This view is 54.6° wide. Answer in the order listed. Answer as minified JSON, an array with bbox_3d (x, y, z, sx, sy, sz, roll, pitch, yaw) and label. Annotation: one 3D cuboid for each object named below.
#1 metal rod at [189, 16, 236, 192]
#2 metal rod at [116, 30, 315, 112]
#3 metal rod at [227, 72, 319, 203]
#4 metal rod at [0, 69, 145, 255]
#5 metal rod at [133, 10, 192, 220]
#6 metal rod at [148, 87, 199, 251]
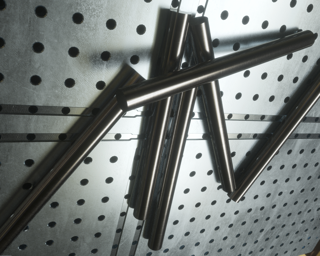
[{"bbox_3d":[0.081,-0.011,0.447,0.025,0.025,0.299,-27,128,-11],"label":"metal rod"},{"bbox_3d":[0.087,-0.078,0.379,0.302,0.025,0.025,-22,127,-27],"label":"metal rod"},{"bbox_3d":[0.212,0.005,0.528,0.025,0.025,0.299,24,105,-37],"label":"metal rod"},{"bbox_3d":[-0.119,0.051,0.377,0.300,0.025,0.025,-48,129,6],"label":"metal rod"},{"bbox_3d":[-0.003,0.002,0.410,0.025,0.025,0.298,-3,120,-27],"label":"metal rod"},{"bbox_3d":[0.015,0.068,0.460,0.025,0.025,0.298,-4,120,-26],"label":"metal rod"}]
